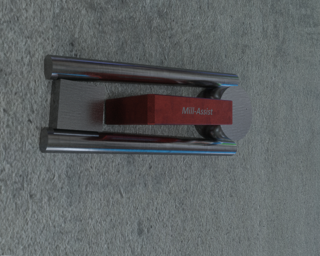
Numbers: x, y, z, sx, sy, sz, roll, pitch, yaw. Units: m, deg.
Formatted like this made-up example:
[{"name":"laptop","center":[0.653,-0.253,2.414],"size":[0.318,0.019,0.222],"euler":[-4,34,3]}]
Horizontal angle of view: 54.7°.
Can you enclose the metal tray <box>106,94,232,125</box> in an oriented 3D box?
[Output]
[{"name":"metal tray","center":[0.013,-0.019,0.373],"size":[0.131,0.090,0.030],"euler":[0,90,-40]}]

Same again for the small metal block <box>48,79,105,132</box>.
[{"name":"small metal block","center":[-0.089,-0.023,0.332],"size":[0.050,0.025,0.050],"euler":[5,87,-40]}]

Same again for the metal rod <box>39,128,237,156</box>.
[{"name":"metal rod","center":[-0.001,0.023,0.406],"size":[0.302,0.025,0.025],"euler":[5,87,-40]}]

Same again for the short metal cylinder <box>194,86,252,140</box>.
[{"name":"short metal cylinder","center":[0.095,-0.022,0.469],"size":[0.081,0.050,0.079],"euler":[0,90,-40]}]

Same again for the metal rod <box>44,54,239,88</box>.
[{"name":"metal rod","center":[0.003,-0.069,0.409],"size":[0.302,0.025,0.025],"euler":[-4,93,-40]}]
